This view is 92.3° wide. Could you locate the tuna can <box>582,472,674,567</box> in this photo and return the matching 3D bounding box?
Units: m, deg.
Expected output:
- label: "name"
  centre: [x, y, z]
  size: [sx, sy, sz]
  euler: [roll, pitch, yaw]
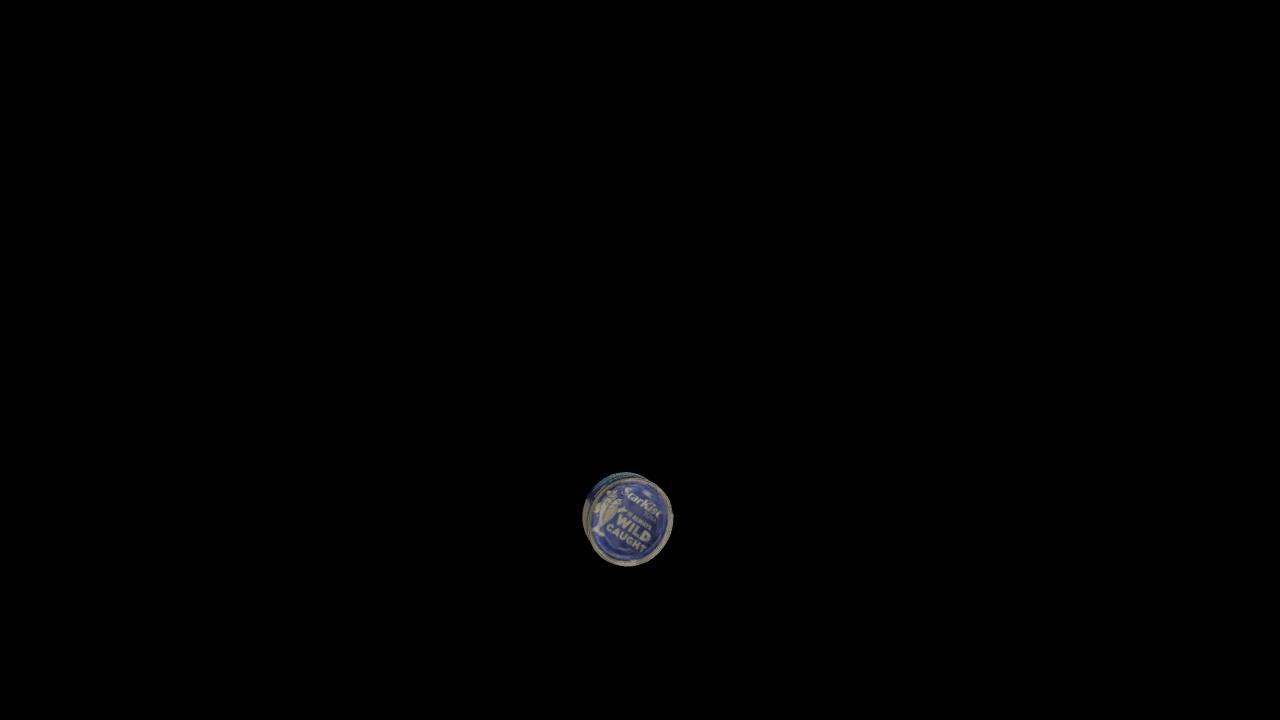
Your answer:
- label: "tuna can"
  centre: [-0.012, 0.151, 0.591]
  size: [0.084, 0.084, 0.034]
  euler: [0, 2, -16]
